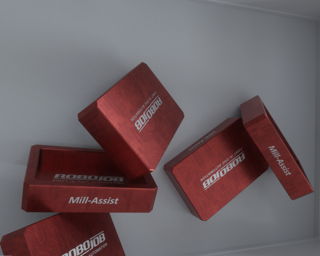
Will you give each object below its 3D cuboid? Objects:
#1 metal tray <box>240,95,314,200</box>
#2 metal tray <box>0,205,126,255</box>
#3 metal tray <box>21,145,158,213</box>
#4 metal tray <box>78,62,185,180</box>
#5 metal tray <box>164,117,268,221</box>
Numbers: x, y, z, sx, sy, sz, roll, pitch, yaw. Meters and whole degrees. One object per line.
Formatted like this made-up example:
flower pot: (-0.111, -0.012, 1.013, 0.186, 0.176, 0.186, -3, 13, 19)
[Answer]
metal tray: (0.161, 0.025, 0.435, 0.030, 0.090, 0.130, -31, 103, 21)
metal tray: (-0.088, 0.130, 0.317, 0.030, 0.130, 0.090, -25, 82, 18)
metal tray: (-0.078, 0.055, 0.344, 0.131, 0.090, 0.030, 6, 109, -20)
metal tray: (-0.024, -0.014, 0.357, 0.090, 0.030, 0.130, 52, 33, -12)
metal tray: (0.082, 0.055, 0.438, 0.131, 0.030, 0.090, -35, 101, -17)
